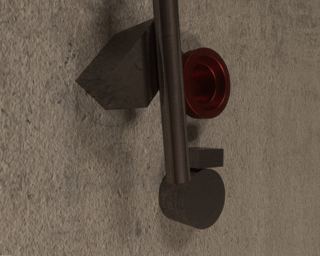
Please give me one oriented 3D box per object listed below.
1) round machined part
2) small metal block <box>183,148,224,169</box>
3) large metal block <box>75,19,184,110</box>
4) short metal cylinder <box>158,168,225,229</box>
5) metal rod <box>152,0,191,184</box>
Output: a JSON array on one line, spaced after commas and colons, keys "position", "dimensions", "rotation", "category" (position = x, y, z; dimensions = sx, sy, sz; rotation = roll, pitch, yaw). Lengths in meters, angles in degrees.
[{"position": [0.053, -0.062, 0.440], "dimensions": [0.099, 0.042, 0.097], "rotation": [0, 90, -40], "category": "round machined part"}, {"position": [0.053, 0.041, 0.436], "dimensions": [0.050, 0.050, 0.025], "rotation": [2, 89, -40], "category": "small metal block"}, {"position": [-0.034, -0.067, 0.342], "dimensions": [0.050, 0.080, 0.080], "rotation": [47, 62, -30], "category": "large metal block"}, {"position": [0.045, 0.094, 0.429], "dimensions": [0.081, 0.050, 0.079], "rotation": [0, 90, -40], "category": "short metal cylinder"}, {"position": [0.008, -0.094, 0.308], "dimensions": [0.025, 0.025, 0.298], "rotation": [-7, 95, -40], "category": "metal rod"}]
